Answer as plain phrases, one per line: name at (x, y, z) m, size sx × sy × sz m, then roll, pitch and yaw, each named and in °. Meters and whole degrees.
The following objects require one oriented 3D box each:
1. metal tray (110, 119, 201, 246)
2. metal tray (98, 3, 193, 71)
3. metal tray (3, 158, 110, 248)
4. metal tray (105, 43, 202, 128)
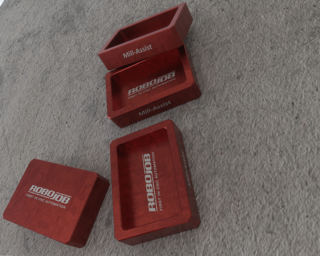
metal tray at (-0.011, 0.062, 0.368) m, size 0.090 × 0.030 × 0.130 m, roll -21°, pitch 54°, yaw 15°
metal tray at (-0.021, -0.138, 0.470) m, size 0.130 × 0.030 × 0.090 m, roll -12°, pitch 37°, yaw 28°
metal tray at (-0.140, 0.096, 0.416) m, size 0.130 × 0.030 × 0.090 m, roll 7°, pitch 65°, yaw 31°
metal tray at (-0.014, -0.063, 0.446) m, size 0.130 × 0.030 × 0.090 m, roll -21°, pitch 54°, yaw 15°
